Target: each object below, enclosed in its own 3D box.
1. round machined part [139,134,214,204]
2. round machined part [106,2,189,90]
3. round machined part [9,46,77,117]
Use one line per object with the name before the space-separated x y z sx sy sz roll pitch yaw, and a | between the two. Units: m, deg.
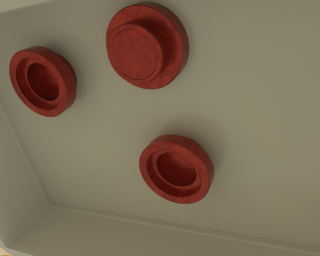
round machined part | 0.025 0.050 0.414 0.098 0.042 0.097 13 124 20
round machined part | -0.020 -0.089 0.352 0.098 0.042 0.097 13 124 20
round machined part | -0.158 -0.068 0.437 0.098 0.042 0.097 13 124 20
